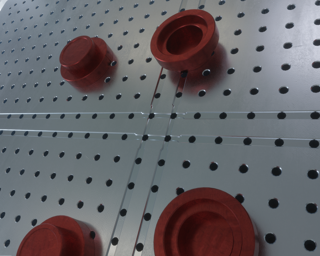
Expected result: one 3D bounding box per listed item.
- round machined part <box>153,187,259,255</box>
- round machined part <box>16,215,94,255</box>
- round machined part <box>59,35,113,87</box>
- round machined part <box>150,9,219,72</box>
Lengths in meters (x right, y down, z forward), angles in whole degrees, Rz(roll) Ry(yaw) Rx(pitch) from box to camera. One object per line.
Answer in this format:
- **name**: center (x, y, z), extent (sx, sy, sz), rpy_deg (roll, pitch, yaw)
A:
- **round machined part**: center (0.047, 0.112, 0.305), extent (0.098, 0.042, 0.098), rpy_deg (-13, 56, 21)
- **round machined part**: center (-0.133, 0.154, 0.374), extent (0.098, 0.042, 0.098), rpy_deg (-13, 56, 21)
- **round machined part**: center (-0.136, -0.123, 0.546), extent (0.098, 0.042, 0.098), rpy_deg (-13, 56, 21)
- **round machined part**: center (0.039, -0.122, 0.453), extent (0.098, 0.042, 0.098), rpy_deg (-13, 56, 21)
